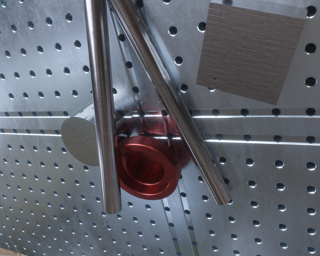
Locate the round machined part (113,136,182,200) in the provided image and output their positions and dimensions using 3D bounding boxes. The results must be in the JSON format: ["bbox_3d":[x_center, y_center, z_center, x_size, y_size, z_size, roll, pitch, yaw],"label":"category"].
[{"bbox_3d":[-0.018,0.051,0.434,0.098,0.042,0.097,9,124,14],"label":"round machined part"}]

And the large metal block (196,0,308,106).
[{"bbox_3d":[0.087,-0.078,0.301,0.080,0.050,0.079,18,126,17],"label":"large metal block"}]

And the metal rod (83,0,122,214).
[{"bbox_3d":[-0.069,-0.033,0.381,0.025,0.025,0.298,5,107,25],"label":"metal rod"}]

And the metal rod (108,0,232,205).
[{"bbox_3d":[0.018,-0.028,0.382,0.025,0.025,0.299,-17,110,34],"label":"metal rod"}]

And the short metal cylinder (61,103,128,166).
[{"bbox_3d":[-0.094,0.008,0.448,0.080,0.050,0.079,13,124,21],"label":"short metal cylinder"}]
